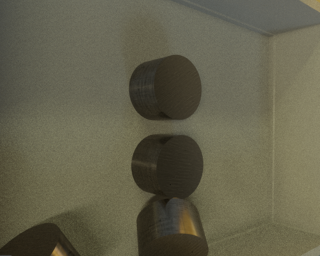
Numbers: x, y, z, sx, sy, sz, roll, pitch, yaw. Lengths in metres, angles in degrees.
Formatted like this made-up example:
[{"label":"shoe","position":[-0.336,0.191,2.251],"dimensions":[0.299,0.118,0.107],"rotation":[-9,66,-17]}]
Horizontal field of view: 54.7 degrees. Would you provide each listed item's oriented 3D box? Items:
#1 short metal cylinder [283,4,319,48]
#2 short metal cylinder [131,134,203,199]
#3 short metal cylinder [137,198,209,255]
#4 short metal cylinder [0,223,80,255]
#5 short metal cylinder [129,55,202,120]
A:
[{"label":"short metal cylinder","position":[0.303,-0.212,0.651],"dimensions":[0.081,0.050,0.079],"rotation":[0,90,-40]},{"label":"short metal cylinder","position":[0.010,0.048,0.401],"dimensions":[0.081,0.050,0.079],"rotation":[0,90,-40]},{"label":"short metal cylinder","position":[0.013,0.131,0.374],"dimensions":[0.080,0.080,0.050],"rotation":[45,19,-31]},{"label":"short metal cylinder","position":[-0.113,0.133,0.278],"dimensions":[0.080,0.080,0.050],"rotation":[-41,115,-32]},{"label":"short metal cylinder","position":[0.008,-0.050,0.399],"dimensions":[0.081,0.050,0.079],"rotation":[0,90,-40]}]
